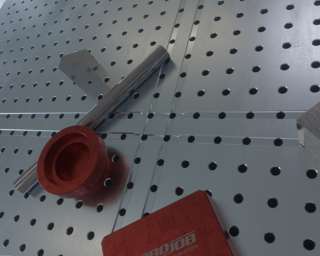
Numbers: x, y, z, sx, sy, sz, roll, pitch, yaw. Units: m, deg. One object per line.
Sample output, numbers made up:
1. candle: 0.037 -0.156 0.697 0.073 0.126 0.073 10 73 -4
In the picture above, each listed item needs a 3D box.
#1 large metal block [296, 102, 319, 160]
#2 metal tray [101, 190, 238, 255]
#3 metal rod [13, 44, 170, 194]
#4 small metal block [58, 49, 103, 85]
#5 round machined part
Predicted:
1. large metal block: 0.191 0.004 0.290 0.080 0.050 0.080 -39 51 2
2. metal tray: 0.008 0.133 0.319 0.130 0.030 0.090 -29 52 9
3. metal rod: -0.101 -0.015 0.470 0.300 0.025 0.025 -44 51 -3
4. small metal block: -0.133 -0.102 0.524 0.050 0.050 0.025 -11 57 22
5. round machined part: -0.114 0.049 0.425 0.098 0.042 0.098 -10 60 19
